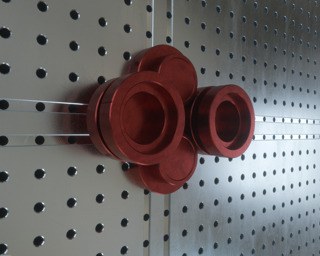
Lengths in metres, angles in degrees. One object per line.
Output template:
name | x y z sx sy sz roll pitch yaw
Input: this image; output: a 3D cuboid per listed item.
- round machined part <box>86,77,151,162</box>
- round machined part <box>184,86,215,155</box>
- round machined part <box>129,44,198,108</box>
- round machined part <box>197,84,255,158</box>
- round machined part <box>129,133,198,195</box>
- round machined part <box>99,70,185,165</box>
round machined part | -0.041 -0.010 0.362 0.099 0.042 0.097 0 90 -40
round machined part | 0.064 -0.010 0.449 0.099 0.042 0.097 0 90 -40
round machined part | 0.011 -0.060 0.406 0.099 0.042 0.097 0 90 -40
round machined part | 0.084 -0.009 0.425 0.099 0.042 0.097 0 90 -40
round machined part | 0.011 0.038 0.405 0.099 0.042 0.097 0 90 -40
round machined part | -0.023 -0.011 0.336 0.099 0.042 0.097 0 90 -40
